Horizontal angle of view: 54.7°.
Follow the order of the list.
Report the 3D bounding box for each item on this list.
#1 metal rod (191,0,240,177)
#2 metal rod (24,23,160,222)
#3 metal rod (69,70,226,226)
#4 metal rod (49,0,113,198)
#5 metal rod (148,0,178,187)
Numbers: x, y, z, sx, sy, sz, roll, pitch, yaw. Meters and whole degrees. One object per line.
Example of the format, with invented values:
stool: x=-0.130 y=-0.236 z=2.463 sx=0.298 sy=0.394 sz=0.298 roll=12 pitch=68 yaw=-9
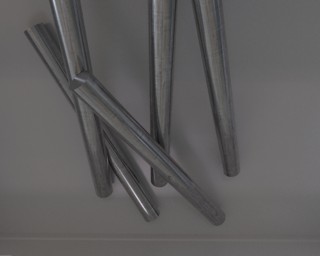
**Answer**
metal rod: x=0.064 y=-0.040 z=0.329 sx=0.025 sy=0.025 sz=0.299 roll=-15 pitch=136 yaw=5
metal rod: x=-0.080 y=0.006 z=0.412 sx=0.025 sy=0.025 sz=0.299 roll=-26 pitch=108 yaw=9
metal rod: x=0.006 y=0.045 z=0.373 sx=0.025 sy=0.025 sz=0.300 roll=-33 pitch=128 yaw=11
metal rod: x=-0.079 y=-0.017 z=0.342 sx=0.025 sy=0.025 sz=0.298 roll=0 pitch=134 yaw=0
metal rod: x=0.001 y=-0.030 z=0.334 sx=0.025 sy=0.025 sz=0.298 roll=1 pitch=136 yaw=0
